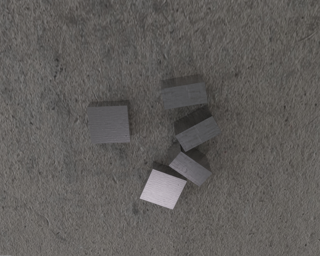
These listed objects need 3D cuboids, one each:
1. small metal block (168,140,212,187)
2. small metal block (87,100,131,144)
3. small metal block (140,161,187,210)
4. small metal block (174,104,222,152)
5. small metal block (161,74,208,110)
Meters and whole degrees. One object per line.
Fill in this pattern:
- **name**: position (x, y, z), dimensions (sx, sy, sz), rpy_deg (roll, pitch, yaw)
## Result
- **small metal block**: position (0.038, 0.043, 0.413), dimensions (0.050, 0.050, 0.025), rpy_deg (35, 106, -12)
- **small metal block**: position (-0.065, -0.008, 0.406), dimensions (0.050, 0.025, 0.050), rpy_deg (-2, 110, 0)
- **small metal block**: position (0.004, 0.081, 0.440), dimensions (0.050, 0.025, 0.050), rpy_deg (21, 109, -8)
- **small metal block**: position (0.046, -0.001, 0.396), dimensions (0.050, 0.050, 0.025), rpy_deg (-29, 108, 10)
- **small metal block**: position (0.028, -0.046, 0.380), dimensions (0.050, 0.050, 0.025), rpy_deg (-9, 110, 3)
